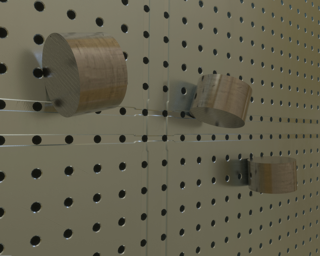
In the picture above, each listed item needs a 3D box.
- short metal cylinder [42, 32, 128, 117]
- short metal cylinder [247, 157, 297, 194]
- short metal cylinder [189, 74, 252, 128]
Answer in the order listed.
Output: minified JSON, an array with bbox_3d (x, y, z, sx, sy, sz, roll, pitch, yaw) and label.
[{"bbox_3d":[-0.077,-0.054,0.310,0.050,0.080,0.079,-16,100,-39],"label":"short metal cylinder"},{"bbox_3d":[0.195,0.080,0.541,0.081,0.080,0.050,-5,94,-40],"label":"short metal cylinder"},{"bbox_3d":[0.088,-0.037,0.450,0.080,0.080,0.050,27,73,-37],"label":"short metal cylinder"}]
